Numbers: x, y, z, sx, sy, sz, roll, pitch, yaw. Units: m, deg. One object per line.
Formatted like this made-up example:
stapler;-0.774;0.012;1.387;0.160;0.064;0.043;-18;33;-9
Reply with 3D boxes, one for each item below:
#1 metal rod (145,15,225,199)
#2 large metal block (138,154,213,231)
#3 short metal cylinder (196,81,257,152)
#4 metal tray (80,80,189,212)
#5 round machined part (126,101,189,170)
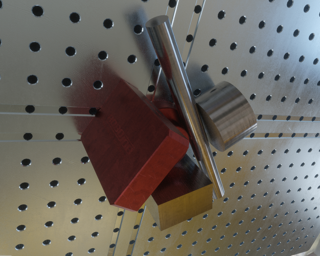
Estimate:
metal rod;0.044;-0.002;0.408;0.025;0.025;0.299;-31;129;-9
large metal block;0.019;0.086;0.441;0.081;0.080;0.050;-18;126;-19
short metal cylinder;0.082;-0.015;0.411;0.050;0.080;0.080;-32;129;-8
metal tray;-0.035;0.013;0.334;0.030;0.130;0.090;31;101;-38
round machined part;-0.001;0.017;0.412;0.099;0.042;0.097;-14;125;-21
